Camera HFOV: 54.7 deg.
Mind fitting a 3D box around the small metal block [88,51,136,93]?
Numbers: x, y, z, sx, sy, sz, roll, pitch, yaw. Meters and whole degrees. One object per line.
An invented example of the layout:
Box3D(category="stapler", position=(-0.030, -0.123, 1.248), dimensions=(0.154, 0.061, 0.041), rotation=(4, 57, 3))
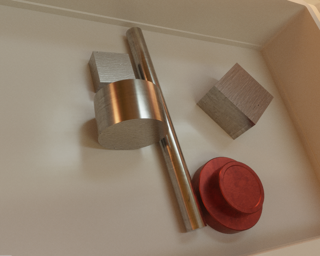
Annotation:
Box3D(category="small metal block", position=(-0.064, -0.074, 0.417), dimensions=(0.050, 0.025, 0.050), rotation=(-3, 63, -30))

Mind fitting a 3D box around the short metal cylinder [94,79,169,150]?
Box3D(category="short metal cylinder", position=(-0.034, -0.013, 0.361), dimensions=(0.081, 0.080, 0.050), rotation=(2, 61, -28))

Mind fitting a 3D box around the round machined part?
Box3D(category="round machined part", position=(0.093, 0.081, 0.397), dimensions=(0.099, 0.042, 0.098), rotation=(14, 56, -21))

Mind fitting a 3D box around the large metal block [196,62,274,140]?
Box3D(category="large metal block", position=(0.117, -0.043, 0.481), dimensions=(0.080, 0.050, 0.080), rotation=(44, 51, 2))

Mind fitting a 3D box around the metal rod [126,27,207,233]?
Box3D(category="metal rod", position=(0.001, -0.014, 0.416), dimensions=(0.025, 0.025, 0.299), rotation=(-3, 63, -30))
